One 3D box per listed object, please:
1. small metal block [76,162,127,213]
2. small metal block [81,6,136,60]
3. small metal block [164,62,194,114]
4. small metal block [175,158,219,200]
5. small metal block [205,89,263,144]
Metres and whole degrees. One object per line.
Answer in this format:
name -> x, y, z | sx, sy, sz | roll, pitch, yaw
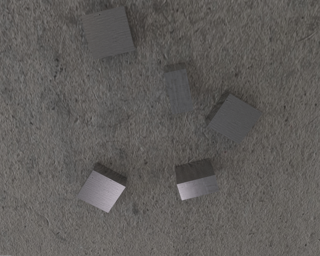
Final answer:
small metal block -> -0.082, 0.084, 0.440 | 0.050, 0.025, 0.050 | 30, 107, -11
small metal block -> -0.059, -0.113, 0.367 | 0.050, 0.025, 0.050 | -12, 110, 4
small metal block -> 0.022, -0.050, 0.378 | 0.025, 0.050, 0.050 | -11, 110, 4
small metal block -> 0.049, 0.068, 0.422 | 0.050, 0.050, 0.025 | -15, 110, 5
small metal block -> 0.095, -0.015, 0.405 | 0.050, 0.025, 0.050 | 29, 107, -10
